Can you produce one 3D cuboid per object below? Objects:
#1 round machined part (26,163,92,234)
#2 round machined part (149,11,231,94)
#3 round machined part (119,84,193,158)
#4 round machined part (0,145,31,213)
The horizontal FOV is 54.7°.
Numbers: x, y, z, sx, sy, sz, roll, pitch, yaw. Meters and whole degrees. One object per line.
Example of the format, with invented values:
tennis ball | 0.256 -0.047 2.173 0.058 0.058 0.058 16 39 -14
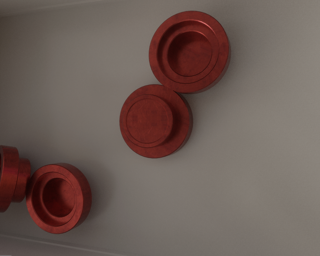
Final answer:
round machined part | -0.141 0.099 0.451 0.098 0.042 0.097 0 90 20
round machined part | 0.039 -0.091 0.388 0.098 0.042 0.097 0 90 20
round machined part | -0.010 -0.009 0.405 0.098 0.042 0.097 0 90 20
round machined part | -0.227 0.077 0.466 0.098 0.042 0.098 -21 63 48
